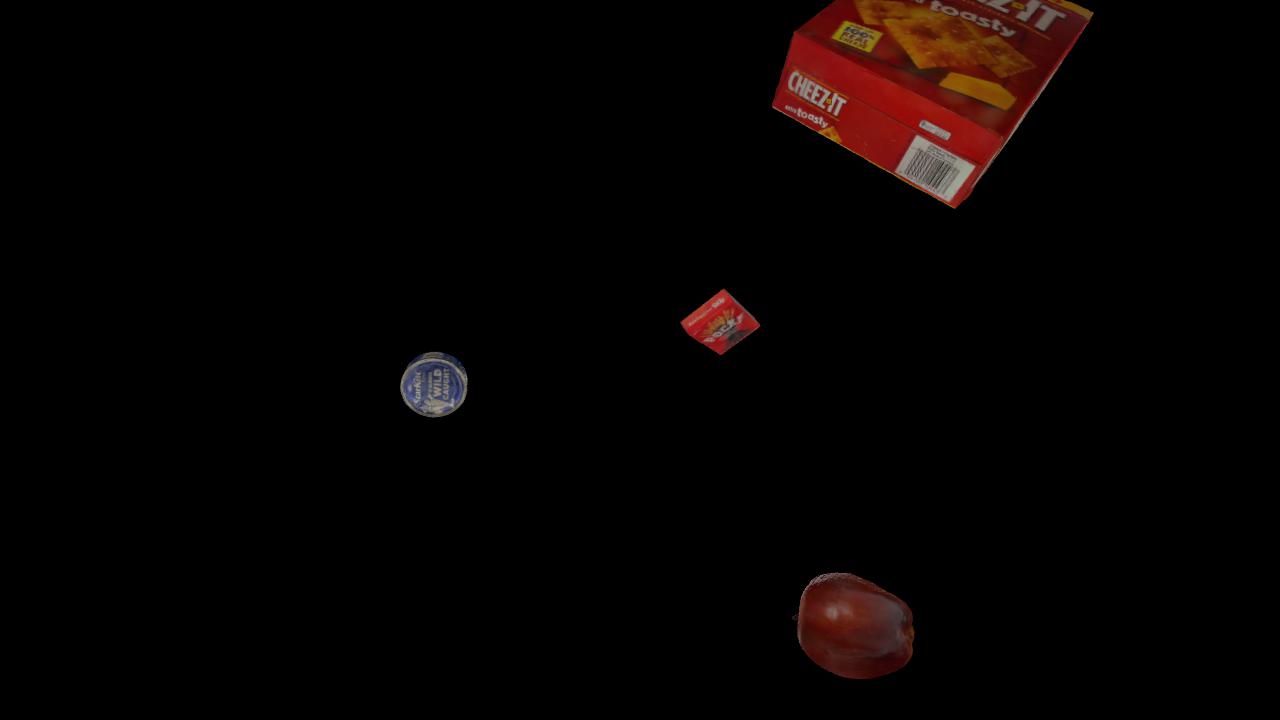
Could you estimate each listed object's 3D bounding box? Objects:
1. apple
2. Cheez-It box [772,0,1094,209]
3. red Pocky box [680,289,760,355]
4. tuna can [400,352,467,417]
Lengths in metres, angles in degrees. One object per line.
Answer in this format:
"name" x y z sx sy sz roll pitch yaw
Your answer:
"apple" 0.171 0.215 0.498 0.093 0.079 0.079 0 0 28
"Cheez-It box" 0.236 -0.240 0.493 0.166 0.223 0.071 36 -29 15
"red Pocky box" 0.126 -0.054 0.940 0.083 0.028 0.155 -37 -24 15
"tuna can" -0.274 0.032 0.822 0.084 0.084 0.034 0 20 -13
